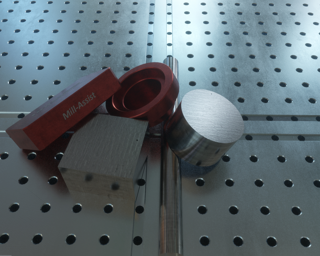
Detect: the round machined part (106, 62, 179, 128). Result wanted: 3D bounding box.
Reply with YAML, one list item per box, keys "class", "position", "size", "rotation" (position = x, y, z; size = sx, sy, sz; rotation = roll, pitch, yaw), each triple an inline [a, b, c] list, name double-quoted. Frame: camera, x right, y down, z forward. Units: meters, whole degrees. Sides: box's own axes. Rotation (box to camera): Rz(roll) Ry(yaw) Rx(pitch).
- class: "round machined part"
  position: [-0.019, -0.038, 0.412]
  size: [0.098, 0.042, 0.098]
  rotation: [-17, 46, 19]

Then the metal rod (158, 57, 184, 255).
- class: "metal rod"
  position: [0.014, 0.011, 0.399]
  size: [0.025, 0.025, 0.300]
  rotation: [1, 50, 1]

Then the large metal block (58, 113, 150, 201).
- class: "large metal block"
  position: [-0.060, 0.032, 0.364]
  size: [0.080, 0.050, 0.080]
  rotation: [8, 51, 6]

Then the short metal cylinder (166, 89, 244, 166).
- class: "short metal cylinder"
  position: [0.053, -0.001, 0.375]
  size: [0.081, 0.050, 0.080]
  rotation: [13, 48, -15]

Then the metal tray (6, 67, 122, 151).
- class: "metal tray"
  position: [-0.121, -0.025, 0.392]
  size: [0.131, 0.030, 0.090]
  rotation: [-44, 24, -30]
